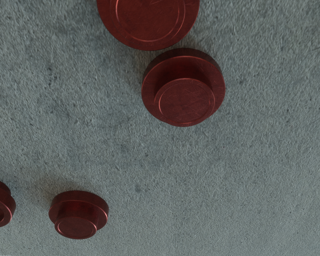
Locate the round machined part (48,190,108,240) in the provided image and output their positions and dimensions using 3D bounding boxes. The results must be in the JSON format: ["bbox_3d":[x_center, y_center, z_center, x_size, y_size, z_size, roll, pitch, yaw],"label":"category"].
[{"bbox_3d":[-0.139,0.153,0.525,0.099,0.042,0.097,0,130,0],"label":"round machined part"}]

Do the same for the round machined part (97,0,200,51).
[{"bbox_3d":[-0.011,-0.118,0.295,0.099,0.042,0.097,0,130,0],"label":"round machined part"}]

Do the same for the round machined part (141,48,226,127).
[{"bbox_3d":[0.027,-0.039,0.363,0.099,0.042,0.097,0,130,0],"label":"round machined part"}]

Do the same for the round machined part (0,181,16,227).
[{"bbox_3d":[-0.279,0.115,0.491,0.099,0.042,0.097,0,130,0],"label":"round machined part"}]
